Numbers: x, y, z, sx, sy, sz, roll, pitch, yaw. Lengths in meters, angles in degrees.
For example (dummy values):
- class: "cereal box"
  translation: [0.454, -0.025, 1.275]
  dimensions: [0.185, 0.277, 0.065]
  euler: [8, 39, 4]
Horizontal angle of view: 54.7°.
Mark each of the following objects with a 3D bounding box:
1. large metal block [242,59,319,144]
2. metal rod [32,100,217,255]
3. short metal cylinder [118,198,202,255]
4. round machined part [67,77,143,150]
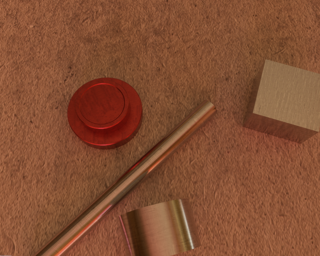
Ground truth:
- class: "large metal block"
  translation: [0.163, -0.034, 0.409]
  dimensions: [0.080, 0.050, 0.080]
  euler: [17, 71, 5]
- class: "metal rod"
  translation: [-0.041, 0.069, 0.382]
  dimensions: [0.301, 0.025, 0.025]
  euler: [-42, 76, -14]
- class: "short metal cylinder"
  translation: [-0.001, 0.113, 0.338]
  dimensions: [0.081, 0.080, 0.050]
  euler: [-13, 71, -5]
- class: "round machined part"
  translation: [-0.072, -0.024, 0.407]
  dimensions: [0.099, 0.042, 0.098]
  euler: [0, 70, -1]
